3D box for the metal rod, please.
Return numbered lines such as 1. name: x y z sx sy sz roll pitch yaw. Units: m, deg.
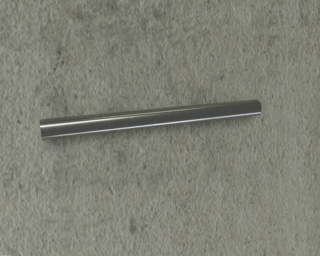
1. metal rod: 0.003 -0.014 0.411 0.303 0.025 0.025 -7 93 -20
